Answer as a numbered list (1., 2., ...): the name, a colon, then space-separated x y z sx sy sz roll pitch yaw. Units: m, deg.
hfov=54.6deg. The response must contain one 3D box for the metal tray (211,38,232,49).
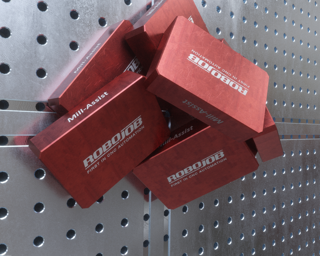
1. metal tray: 0.094 -0.063 0.454 0.131 0.030 0.090 19 77 -59

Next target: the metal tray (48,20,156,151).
1. metal tray: -0.052 -0.049 0.360 0.090 0.030 0.130 46 62 -30

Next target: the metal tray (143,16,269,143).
1. metal tray: 0.056 -0.052 0.337 0.131 0.030 0.090 28 57 -16

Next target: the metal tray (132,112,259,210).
1. metal tray: 0.043 0.041 0.383 0.090 0.130 0.030 51 18 -29

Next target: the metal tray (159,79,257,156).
1. metal tray: 0.068 -0.008 0.424 0.130 0.090 0.030 51 60 -27

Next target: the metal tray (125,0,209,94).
1. metal tray: 0.018 -0.114 0.395 0.090 0.030 0.130 56 44 -27

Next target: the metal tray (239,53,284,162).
1. metal tray: 0.126 -0.028 0.428 0.090 0.030 0.130 46 25 -53

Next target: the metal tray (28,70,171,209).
1. metal tray: -0.056 0.011 0.329 0.131 0.030 0.090 -40 131 -20
